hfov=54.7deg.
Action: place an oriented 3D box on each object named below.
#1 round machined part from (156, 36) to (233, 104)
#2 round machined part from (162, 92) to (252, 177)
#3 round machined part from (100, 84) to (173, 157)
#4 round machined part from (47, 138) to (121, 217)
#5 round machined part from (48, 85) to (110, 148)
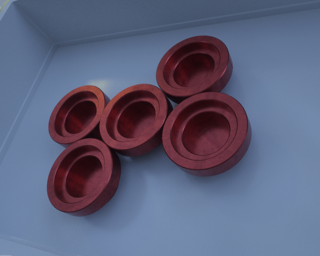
[{"bbox_3d":[0.048,-0.071,0.410,0.098,0.042,0.098,-13,56,21],"label":"round machined part"},{"bbox_3d":[0.056,0.010,0.356,0.098,0.042,0.098,-13,56,21],"label":"round machined part"},{"bbox_3d":[-0.027,-0.007,0.409,0.098,0.042,0.098,-13,56,21],"label":"round machined part"},{"bbox_3d":[-0.092,0.065,0.399,0.098,0.042,0.098,-13,56,21],"label":"round machined part"},{"bbox_3d":[-0.111,-0.011,0.458,0.098,0.042,0.098,-13,56,21],"label":"round machined part"}]
